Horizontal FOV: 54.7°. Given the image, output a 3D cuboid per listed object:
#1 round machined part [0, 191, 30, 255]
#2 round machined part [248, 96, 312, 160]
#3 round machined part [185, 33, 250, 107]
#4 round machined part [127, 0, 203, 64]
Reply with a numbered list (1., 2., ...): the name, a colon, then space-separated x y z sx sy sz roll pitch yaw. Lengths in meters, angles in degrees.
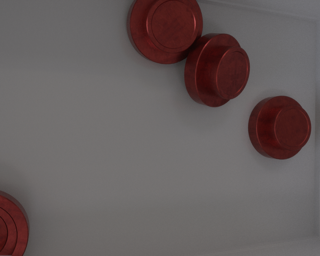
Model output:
1. round machined part: -0.193 0.112 0.331 0.099 0.042 0.097 0 90 -20
2. round machined part: 0.188 -0.001 0.470 0.099 0.042 0.097 0 90 -20
3. round machined part: 0.082 -0.075 0.412 0.099 0.042 0.097 -15 115 -37
4. round machined part: 0.010 -0.130 0.392 0.099 0.042 0.097 -6 108 -18
